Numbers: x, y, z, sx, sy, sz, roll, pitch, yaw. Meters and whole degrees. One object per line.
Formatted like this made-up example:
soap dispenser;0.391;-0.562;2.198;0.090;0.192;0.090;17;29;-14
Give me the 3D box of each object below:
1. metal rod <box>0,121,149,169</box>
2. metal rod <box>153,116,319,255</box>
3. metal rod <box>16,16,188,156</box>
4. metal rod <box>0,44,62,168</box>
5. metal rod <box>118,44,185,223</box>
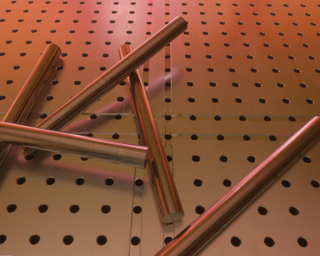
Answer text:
metal rod;-0.163;0.009;0.364;0.302;0.025;0.025;10;51;6
metal rod;0.099;0.070;0.350;0.302;0.025;0.025;-33;58;-25
metal rod;-0.068;-0.071;0.438;0.025;0.025;0.301;36;67;26
metal rod;-0.194;-0.016;0.418;0.025;0.025;0.300;6;50;4
metal rod;-0.021;-0.017;0.421;0.025;0.025;0.300;-10;51;-9
